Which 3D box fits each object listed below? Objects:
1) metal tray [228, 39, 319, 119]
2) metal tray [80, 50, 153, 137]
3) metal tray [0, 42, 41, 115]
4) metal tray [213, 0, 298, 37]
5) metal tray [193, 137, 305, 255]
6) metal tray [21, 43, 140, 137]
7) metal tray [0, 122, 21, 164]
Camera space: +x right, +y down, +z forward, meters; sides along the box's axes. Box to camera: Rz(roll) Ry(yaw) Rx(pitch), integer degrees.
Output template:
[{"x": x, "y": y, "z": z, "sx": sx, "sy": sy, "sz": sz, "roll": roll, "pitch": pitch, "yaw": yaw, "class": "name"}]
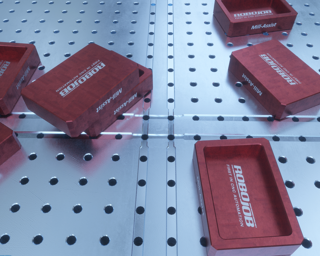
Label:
[{"x": 0.177, "y": -0.079, "z": 0.472, "sx": 0.091, "sy": 0.030, "sz": 0.130, "roll": -19, "pitch": 53, "yaw": -16, "class": "metal tray"}, {"x": -0.083, "y": -0.055, "z": 0.450, "sx": 0.090, "sy": 0.030, "sz": 0.131, "roll": 31, "pitch": 56, "yaw": 23, "class": "metal tray"}, {"x": -0.251, "y": -0.080, "z": 0.470, "sx": 0.090, "sy": 0.030, "sz": 0.130, "roll": 5, "pitch": 50, "yaw": 4, "class": "metal tray"}, {"x": 0.178, "y": -0.218, "z": 0.588, "sx": 0.131, "sy": 0.030, "sz": 0.090, "roll": -10, "pitch": 51, "yaw": -8, "class": "metal tray"}, {"x": 0.090, "y": 0.072, "z": 0.344, "sx": 0.091, "sy": 0.030, "sz": 0.130, "roll": -3, "pitch": 50, "yaw": -2, "class": "metal tray"}, {"x": -0.101, "y": -0.056, "z": 0.411, "sx": 0.090, "sy": 0.030, "sz": 0.131, "roll": 29, "pitch": 56, "yaw": 22, "class": "metal tray"}, {"x": -0.252, "y": 0.036, "z": 0.373, "sx": 0.090, "sy": 0.030, "sz": 0.131, "roll": 28, "pitch": 55, "yaw": 21, "class": "metal tray"}]
